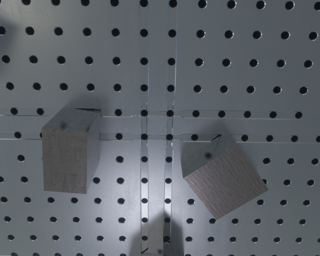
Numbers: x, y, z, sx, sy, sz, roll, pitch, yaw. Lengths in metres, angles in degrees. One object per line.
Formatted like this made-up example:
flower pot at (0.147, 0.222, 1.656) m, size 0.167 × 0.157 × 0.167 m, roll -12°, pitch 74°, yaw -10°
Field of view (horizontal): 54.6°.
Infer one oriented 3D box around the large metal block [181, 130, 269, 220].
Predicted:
large metal block at (0.086, 0.064, 0.424) m, size 0.080 × 0.050 × 0.080 m, roll -34°, pitch 107°, yaw 12°

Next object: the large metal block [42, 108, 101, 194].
large metal block at (-0.109, 0.026, 0.393) m, size 0.050 × 0.080 × 0.079 m, roll 5°, pitch 110°, yaw -2°

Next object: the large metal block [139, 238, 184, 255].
large metal block at (-0.007, 0.230, 0.469) m, size 0.080 × 0.080 × 0.050 m, roll -41°, pitch 105°, yaw 13°
